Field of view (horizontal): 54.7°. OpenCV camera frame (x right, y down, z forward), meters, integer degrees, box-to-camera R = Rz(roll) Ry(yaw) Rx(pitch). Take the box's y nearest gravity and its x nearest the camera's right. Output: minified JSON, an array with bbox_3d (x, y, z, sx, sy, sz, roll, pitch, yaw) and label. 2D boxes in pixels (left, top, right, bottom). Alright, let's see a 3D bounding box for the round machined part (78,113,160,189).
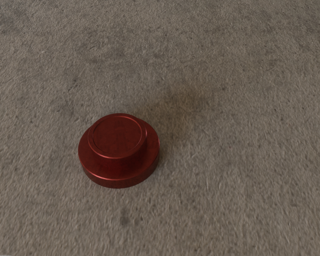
[{"bbox_3d":[-0.049,0.020,0.375,0.099,0.042,0.098,0,50,0],"label":"round machined part"}]
